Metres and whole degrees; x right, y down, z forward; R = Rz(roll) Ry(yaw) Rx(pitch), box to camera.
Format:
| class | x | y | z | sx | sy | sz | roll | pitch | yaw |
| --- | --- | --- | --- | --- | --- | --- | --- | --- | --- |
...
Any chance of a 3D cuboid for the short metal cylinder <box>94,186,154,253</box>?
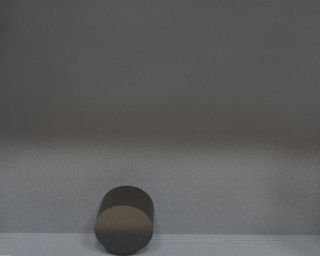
| class | x | y | z | sx | sy | sz | roll | pitch | yaw |
| --- | --- | --- | --- | --- | --- | --- | --- | --- | --- |
| short metal cylinder | -0.049 | 0.131 | 0.446 | 0.081 | 0.050 | 0.079 | 0 | 110 | 0 |
